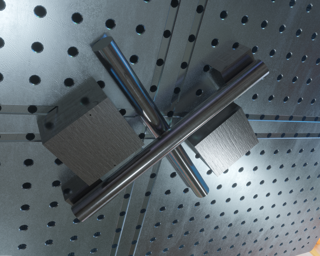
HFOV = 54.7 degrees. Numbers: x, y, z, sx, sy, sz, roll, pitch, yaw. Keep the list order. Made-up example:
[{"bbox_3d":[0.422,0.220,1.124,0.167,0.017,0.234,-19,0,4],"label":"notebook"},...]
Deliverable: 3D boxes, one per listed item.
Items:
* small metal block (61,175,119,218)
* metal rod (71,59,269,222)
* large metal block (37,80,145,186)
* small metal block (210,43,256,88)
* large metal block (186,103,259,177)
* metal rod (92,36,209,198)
[{"bbox_3d":[-0.093,0.085,0.413,0.050,0.025,0.050,-39,129,-2],"label":"small metal block"},{"bbox_3d":[0.014,0.014,0.395,0.301,0.025,0.025,-38,129,-2],"label":"metal rod"},{"bbox_3d":[-0.078,0.006,0.356,0.080,0.050,0.080,-37,129,-3],"label":"large metal block"},{"bbox_3d":[0.103,-0.077,0.420,0.050,0.025,0.050,-38,129,-3],"label":"small metal block"},{"bbox_3d":[0.085,0.011,0.448,0.080,0.050,0.080,-40,129,-1],"label":"large metal block"},{"bbox_3d":[0.005,0.008,0.417,0.025,0.025,0.300,-37,129,-4],"label":"metal rod"}]
